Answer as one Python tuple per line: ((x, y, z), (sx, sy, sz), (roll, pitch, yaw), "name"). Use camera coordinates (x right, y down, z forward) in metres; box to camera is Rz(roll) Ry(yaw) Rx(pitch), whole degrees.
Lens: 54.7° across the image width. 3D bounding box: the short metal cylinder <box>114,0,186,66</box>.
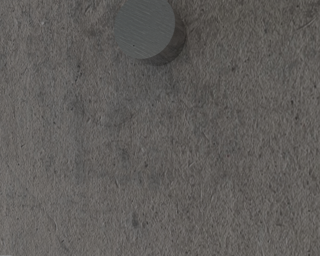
((-0.011, -0.124, 0.400), (0.080, 0.050, 0.080), (0, 90, 20), "short metal cylinder")
